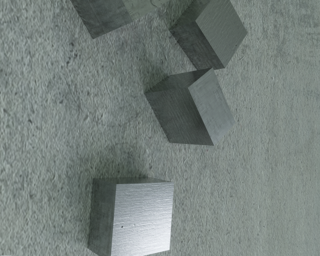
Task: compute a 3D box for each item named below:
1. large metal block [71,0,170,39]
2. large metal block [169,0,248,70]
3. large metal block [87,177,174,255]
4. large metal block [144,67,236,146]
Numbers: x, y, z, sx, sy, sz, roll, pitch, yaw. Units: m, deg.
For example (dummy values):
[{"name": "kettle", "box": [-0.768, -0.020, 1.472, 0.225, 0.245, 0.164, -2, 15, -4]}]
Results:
[{"name": "large metal block", "box": [-0.037, -0.145, 0.337, 0.080, 0.080, 0.050, -43, 116, -32]}, {"name": "large metal block", "box": [0.072, -0.140, 0.448, 0.080, 0.050, 0.080, 49, 61, -29]}, {"name": "large metal block", "box": [-0.033, 0.101, 0.361, 0.081, 0.050, 0.080, 6, 86, -40]}, {"name": "large metal block", "box": [0.038, -0.026, 0.401, 0.050, 0.080, 0.080, -41, 115, -32]}]
